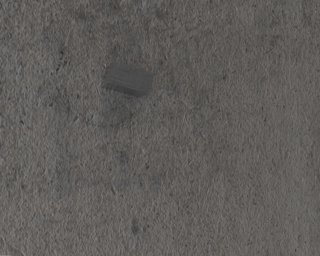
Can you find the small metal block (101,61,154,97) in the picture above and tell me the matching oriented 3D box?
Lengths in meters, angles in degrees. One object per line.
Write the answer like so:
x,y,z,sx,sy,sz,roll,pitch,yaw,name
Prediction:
-0.041,-0.058,0.380,0.050,0.050,0.025,13,86,-20,small metal block
